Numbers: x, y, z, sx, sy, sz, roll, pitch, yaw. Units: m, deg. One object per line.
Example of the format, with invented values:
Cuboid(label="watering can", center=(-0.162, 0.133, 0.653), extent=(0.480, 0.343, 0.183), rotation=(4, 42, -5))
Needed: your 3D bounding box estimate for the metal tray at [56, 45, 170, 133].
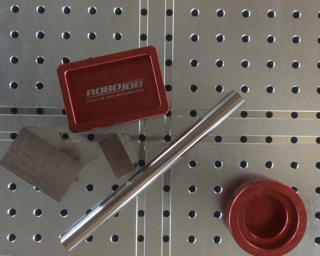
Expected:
Cuboid(label="metal tray", center=(-0.060, -0.049, 0.409), extent=(0.131, 0.030, 0.089), rotation=(-12, 90, -1))

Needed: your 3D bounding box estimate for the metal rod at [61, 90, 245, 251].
Cuboid(label="metal rod", center=(-0.009, 0.056, 0.413), extent=(0.300, 0.025, 0.025), rotation=(-40, 91, -1))

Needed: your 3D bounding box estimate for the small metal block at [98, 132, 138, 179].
Cuboid(label="small metal block", center=(-0.053, 0.034, 0.400), extent=(0.025, 0.050, 0.050), rotation=(-27, 90, 0))

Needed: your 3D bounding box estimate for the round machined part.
Cuboid(label="round machined part", center=(0.135, 0.114, 0.407), extent=(0.099, 0.042, 0.097), rotation=(0, 90, -1))

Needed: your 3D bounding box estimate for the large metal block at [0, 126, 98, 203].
Cuboid(label="large metal block", center=(-0.132, 0.041, 0.384), extent=(0.080, 0.080, 0.050), rotation=(33, 90, -1))
